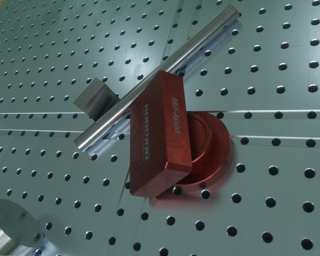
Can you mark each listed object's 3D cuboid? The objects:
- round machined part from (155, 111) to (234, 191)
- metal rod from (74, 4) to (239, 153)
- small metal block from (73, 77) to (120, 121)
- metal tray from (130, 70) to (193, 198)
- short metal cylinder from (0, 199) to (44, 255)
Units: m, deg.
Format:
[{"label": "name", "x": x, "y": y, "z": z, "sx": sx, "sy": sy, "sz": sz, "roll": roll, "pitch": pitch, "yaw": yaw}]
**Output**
[{"label": "round machined part", "x": 0.034, "y": 0.021, "z": 0.366, "sx": 0.098, "sy": 0.042, "sz": 0.098, "roll": -13, "pitch": 56, "yaw": 20}, {"label": "metal rod", "x": -0.004, "y": -0.072, "z": 0.453, "sx": 0.300, "sy": 0.025, "sz": 0.025, "roll": -42, "pitch": 51, "yaw": -1}, {"label": "small metal block", "x": -0.091, "y": -0.038, "z": 0.461, "sx": 0.025, "sy": 0.050, "sz": 0.050, "roll": 34, "pitch": 81, "yaw": 38}, {"label": "metal tray", "x": -0.004, "y": 0.007, "z": 0.370, "sx": 0.090, "sy": 0.030, "sz": 0.130, "roll": -45, "pitch": 39, "yaw": 47}, {"label": "short metal cylinder", "x": -0.196, "y": 0.137, "z": 0.390, "sx": 0.050, "sy": 0.080, "sz": 0.080, "roll": -44, "pitch": 51, "yaw": -2}]
